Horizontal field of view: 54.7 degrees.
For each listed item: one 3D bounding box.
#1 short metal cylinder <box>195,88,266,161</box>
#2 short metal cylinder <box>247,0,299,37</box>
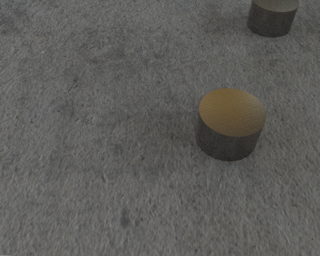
[{"bbox_3d":[0.087,-0.005,0.392,0.081,0.050,0.080,0,50,0],"label":"short metal cylinder"},{"bbox_3d":[0.205,-0.210,0.566,0.081,0.050,0.080,0,50,0],"label":"short metal cylinder"}]
